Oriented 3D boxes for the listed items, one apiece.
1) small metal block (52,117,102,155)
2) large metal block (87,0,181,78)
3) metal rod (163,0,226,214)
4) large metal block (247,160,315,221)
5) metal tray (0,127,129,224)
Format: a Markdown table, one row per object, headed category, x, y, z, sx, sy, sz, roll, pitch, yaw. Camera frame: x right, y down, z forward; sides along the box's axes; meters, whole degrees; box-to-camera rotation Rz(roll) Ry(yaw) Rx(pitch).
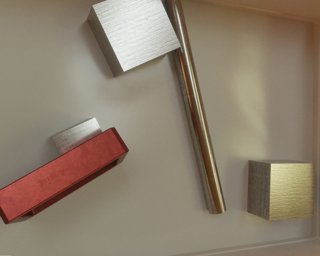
| category | x | y | z | sx | sy | sz | roll | pitch | yaw |
| --- | --- | --- | --- | --- | --- | --- | --- | --- | --- |
| small metal block | -0.097 | 0.010 | 0.362 | 0.050 | 0.050 | 0.025 | -27 | 99 | -18 |
| large metal block | -0.033 | -0.118 | 0.386 | 0.081 | 0.050 | 0.080 | -28 | 100 | -18 |
| metal rod | 0.049 | -0.027 | 0.429 | 0.025 | 0.025 | 0.298 | -15 | 95 | -20 |
| large metal block | 0.182 | 0.090 | 0.467 | 0.081 | 0.050 | 0.079 | 2 | 89 | -20 |
| metal tray | -0.101 | 0.052 | 0.336 | 0.131 | 0.090 | 0.030 | -31 | 84 | -18 |
